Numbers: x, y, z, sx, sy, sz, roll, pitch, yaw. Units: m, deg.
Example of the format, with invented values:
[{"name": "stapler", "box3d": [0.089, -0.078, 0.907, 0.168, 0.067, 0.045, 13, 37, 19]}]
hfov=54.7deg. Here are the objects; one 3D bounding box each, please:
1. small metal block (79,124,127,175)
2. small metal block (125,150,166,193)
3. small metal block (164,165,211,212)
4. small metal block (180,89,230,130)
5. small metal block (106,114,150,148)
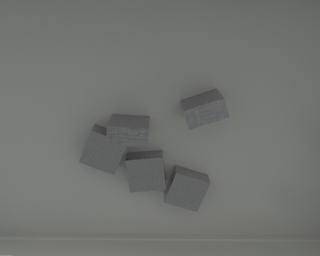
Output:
[{"name": "small metal block", "box3d": [-0.075, 0.029, 0.421, 0.050, 0.025, 0.050, 22, 109, -8]}, {"name": "small metal block", "box3d": [-0.019, 0.060, 0.433, 0.050, 0.025, 0.050, -5, 110, 1]}, {"name": "small metal block", "box3d": [0.038, 0.086, 0.443, 0.050, 0.025, 0.050, 18, 109, -7]}, {"name": "small metal block", "box3d": [0.055, -0.025, 0.389, 0.050, 0.050, 0.025, -18, 109, 6]}, {"name": "small metal block", "box3d": [-0.040, 0.002, 0.398, 0.050, 0.050, 0.025, 4, 110, -2]}]
